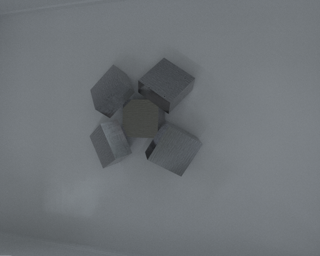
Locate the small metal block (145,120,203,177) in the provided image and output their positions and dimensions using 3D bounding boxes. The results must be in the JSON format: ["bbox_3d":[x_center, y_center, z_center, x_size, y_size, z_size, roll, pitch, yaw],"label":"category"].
[{"bbox_3d":[0.017,0.026,0.390,0.050,0.025,0.050,29,101,-17],"label":"small metal block"}]

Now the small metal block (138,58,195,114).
[{"bbox_3d":[0.008,-0.054,0.393,0.050,0.025,0.050,37,64,16],"label":"small metal block"}]

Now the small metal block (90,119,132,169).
[{"bbox_3d":[-0.068,0.022,0.420,0.050,0.025,0.050,-36,76,55],"label":"small metal block"}]

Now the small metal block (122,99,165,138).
[{"bbox_3d":[-0.022,-0.012,0.415,0.050,0.025,0.050,2,91,20],"label":"small metal block"}]

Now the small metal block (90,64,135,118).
[{"bbox_3d":[-0.065,-0.050,0.418,0.050,0.025,0.050,-44,39,15],"label":"small metal block"}]
